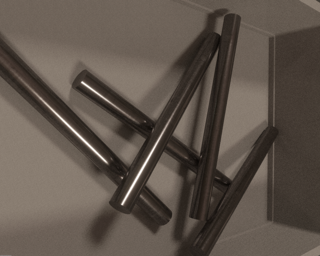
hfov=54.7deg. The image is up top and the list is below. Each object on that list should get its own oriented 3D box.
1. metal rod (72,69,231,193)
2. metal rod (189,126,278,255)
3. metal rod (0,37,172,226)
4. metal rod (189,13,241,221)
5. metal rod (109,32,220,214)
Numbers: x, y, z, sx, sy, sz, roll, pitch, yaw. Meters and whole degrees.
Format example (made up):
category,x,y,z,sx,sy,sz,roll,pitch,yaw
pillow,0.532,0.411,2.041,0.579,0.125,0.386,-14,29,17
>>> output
category,x,y,z,sx,sy,sz,roll,pitch,yaw
metal rod,0.012,0.022,0.419,0.301,0.025,0.025,37,67,-34
metal rod,0.130,0.082,0.488,0.302,0.025,0.025,-42,116,-42
metal rod,-0.078,0.018,0.342,0.300,0.025,0.025,50,60,-28
metal rod,0.081,-0.022,0.442,0.025,0.025,0.299,19,78,-39
metal rod,0.021,-0.028,0.399,0.025,0.025,0.301,50,52,-29
